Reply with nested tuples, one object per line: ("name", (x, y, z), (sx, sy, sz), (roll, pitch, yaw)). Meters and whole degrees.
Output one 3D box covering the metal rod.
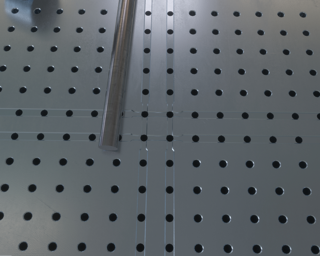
("metal rod", (-0.057, -0.114, 0.452), (0.025, 0.025, 0.299), (4, 70, 1))
